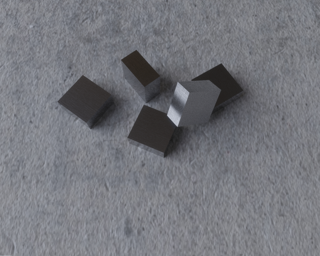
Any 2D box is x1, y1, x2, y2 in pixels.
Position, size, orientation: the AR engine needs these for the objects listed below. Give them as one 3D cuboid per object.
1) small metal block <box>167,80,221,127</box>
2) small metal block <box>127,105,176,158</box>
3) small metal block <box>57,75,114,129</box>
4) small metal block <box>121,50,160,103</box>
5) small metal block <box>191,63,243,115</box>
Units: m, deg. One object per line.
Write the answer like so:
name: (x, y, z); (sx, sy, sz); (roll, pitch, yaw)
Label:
small metal block: (0.042, -0.032, 0.391); (0.050, 0.050, 0.025); (-9, 42, -33)
small metal block: (-0.008, 0.004, 0.407); (0.050, 0.025, 0.050); (22, 71, 7)
small metal block: (-0.100, -0.035, 0.420); (0.050, 0.025, 0.050); (35, 73, 11)
small metal block: (-0.025, -0.069, 0.420); (0.025, 0.050, 0.050); (-37, 75, -12)
small metal block: (0.077, -0.053, 0.429); (0.050, 0.025, 0.050); (-30, 73, -11)
